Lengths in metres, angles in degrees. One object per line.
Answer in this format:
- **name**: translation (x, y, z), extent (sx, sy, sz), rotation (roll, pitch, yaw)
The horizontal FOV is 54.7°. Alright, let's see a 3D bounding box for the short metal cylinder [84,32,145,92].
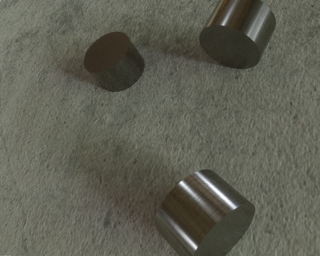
- **short metal cylinder**: translation (-0.071, -0.104, 0.487), extent (0.080, 0.050, 0.080), rotation (-13, 56, 20)

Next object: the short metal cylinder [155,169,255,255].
- **short metal cylinder**: translation (0.043, 0.086, 0.293), extent (0.080, 0.080, 0.050), rotation (-46, 51, -4)

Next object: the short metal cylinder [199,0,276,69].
- **short metal cylinder**: translation (0.097, -0.119, 0.390), extent (0.080, 0.080, 0.050), rotation (18, 71, 34)
